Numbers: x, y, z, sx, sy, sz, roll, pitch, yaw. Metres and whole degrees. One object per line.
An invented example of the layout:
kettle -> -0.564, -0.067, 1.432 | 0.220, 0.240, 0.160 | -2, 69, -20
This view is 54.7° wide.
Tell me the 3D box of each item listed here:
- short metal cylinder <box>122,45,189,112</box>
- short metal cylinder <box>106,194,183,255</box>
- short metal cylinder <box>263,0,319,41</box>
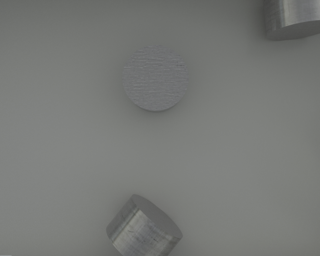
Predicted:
short metal cylinder -> -0.005, -0.061, 0.399 | 0.081, 0.050, 0.079 | 0, 90, -1
short metal cylinder -> -0.019, 0.128, 0.384 | 0.080, 0.080, 0.050 | 38, 90, -1
short metal cylinder -> 0.173, -0.145, 0.386 | 0.081, 0.080, 0.050 | -5, 90, -1
